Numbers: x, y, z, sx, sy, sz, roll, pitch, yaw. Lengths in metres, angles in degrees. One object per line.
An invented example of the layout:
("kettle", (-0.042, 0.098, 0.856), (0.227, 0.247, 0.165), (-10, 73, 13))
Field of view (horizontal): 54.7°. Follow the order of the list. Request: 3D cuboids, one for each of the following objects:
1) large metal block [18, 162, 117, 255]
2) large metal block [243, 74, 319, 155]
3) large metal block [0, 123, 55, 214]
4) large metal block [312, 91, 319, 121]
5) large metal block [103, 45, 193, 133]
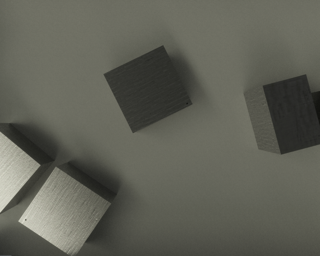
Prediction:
("large metal block", (-0.115, 0.102, 0.398), (0.080, 0.050, 0.080), (34, 90, 0))
("large metal block", (0.149, -0.015, 0.385), (0.050, 0.080, 0.080), (-15, 90, 0))
("large metal block", (-0.200, 0.049, 0.397), (0.080, 0.050, 0.080), (40, 90, 0))
("large metal block", (0.233, -0.020, 0.385), (0.081, 0.080, 0.050), (0, 90, 0))
("large metal block", (-0.014, -0.047, 0.399), (0.080, 0.050, 0.080), (-26, 90, 0))
